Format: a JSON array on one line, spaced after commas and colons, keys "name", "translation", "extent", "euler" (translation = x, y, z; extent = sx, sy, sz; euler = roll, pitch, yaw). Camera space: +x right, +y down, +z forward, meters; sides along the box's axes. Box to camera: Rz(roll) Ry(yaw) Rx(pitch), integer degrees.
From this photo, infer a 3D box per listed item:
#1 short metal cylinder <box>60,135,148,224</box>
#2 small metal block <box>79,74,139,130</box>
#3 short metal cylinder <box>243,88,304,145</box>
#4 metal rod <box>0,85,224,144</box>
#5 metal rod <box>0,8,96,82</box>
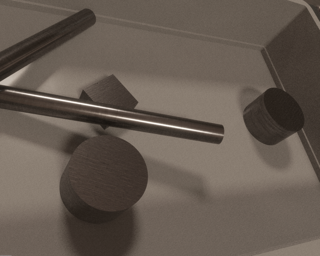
[{"name": "short metal cylinder", "translation": [-0.060, 0.054, 0.325], "extent": [0.081, 0.050, 0.080], "euler": [14, 56, -21]}, {"name": "small metal block", "translation": [-0.065, -0.034, 0.392], "extent": [0.050, 0.025, 0.050], "euler": [48, 51, 5]}, {"name": "short metal cylinder", "translation": [0.184, -0.018, 0.503], "extent": [0.081, 0.050, 0.080], "euler": [14, 56, -21]}, {"name": "metal rod", "translation": [-0.071, -0.017, 0.350], "extent": [0.302, 0.025, 0.025], "euler": [10, 57, -13]}, {"name": "metal rod", "translation": [-0.158, -0.076, 0.337], "extent": [0.025, 0.025, 0.301], "euler": [37, 42, -4]}]
